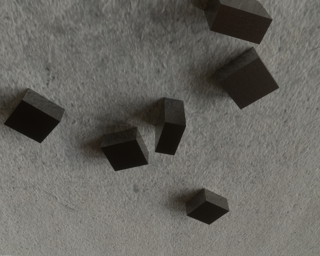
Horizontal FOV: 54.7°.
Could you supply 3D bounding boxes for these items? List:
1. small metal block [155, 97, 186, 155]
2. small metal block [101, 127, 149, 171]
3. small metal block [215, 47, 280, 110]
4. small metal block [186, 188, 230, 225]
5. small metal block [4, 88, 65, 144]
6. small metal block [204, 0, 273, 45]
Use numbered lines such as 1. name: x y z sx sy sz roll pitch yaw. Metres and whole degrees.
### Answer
1. small metal block: 0.012 -0.002 0.389 0.025 0.050 0.050 11 129 -9
2. small metal block: -0.048 0.030 0.433 0.050 0.025 0.050 -13 129 10
3. small metal block: 0.101 -0.057 0.361 0.050 0.025 0.050 -32 124 24
4. small metal block: 0.079 0.133 0.522 0.050 0.025 0.050 28 124 -22
5. small metal block: -0.159 -0.014 0.393 0.050 0.025 0.050 34 122 -26
6. small metal block: 0.073 -0.109 0.299 0.050 0.050 0.025 12 129 -11
